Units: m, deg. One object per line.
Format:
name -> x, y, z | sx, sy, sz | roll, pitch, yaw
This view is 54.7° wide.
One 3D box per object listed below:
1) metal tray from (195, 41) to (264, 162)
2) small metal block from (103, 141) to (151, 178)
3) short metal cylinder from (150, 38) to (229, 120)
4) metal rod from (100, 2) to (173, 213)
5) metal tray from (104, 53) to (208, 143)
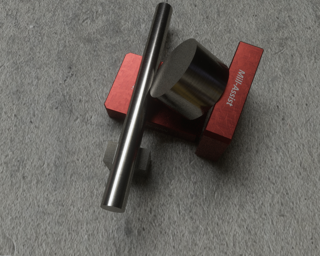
metal tray -> 0.085, -0.030, 0.387 | 0.030, 0.090, 0.130 | 22, 71, 7
small metal block -> -0.038, 0.040, 0.381 | 0.050, 0.050, 0.025 | 12, 71, 4
short metal cylinder -> 0.033, -0.056, 0.362 | 0.050, 0.080, 0.080 | 33, 70, -24
metal rod -> -0.021, -0.046, 0.385 | 0.025, 0.025, 0.300 | 10, 61, 3
metal tray -> 0.002, -0.042, 0.422 | 0.131, 0.030, 0.090 | 17, 71, 6
